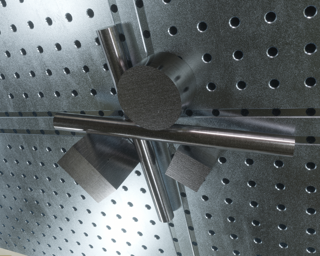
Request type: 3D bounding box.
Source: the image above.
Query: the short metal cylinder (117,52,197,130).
[{"bbox_3d":[-0.003,-0.044,0.368,0.080,0.050,0.079,13,124,20],"label":"short metal cylinder"}]

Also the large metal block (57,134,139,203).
[{"bbox_3d":[-0.082,0.045,0.443,0.080,0.080,0.050,46,129,-5],"label":"large metal block"}]

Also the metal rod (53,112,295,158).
[{"bbox_3d":[0.005,0.006,0.387,0.301,0.025,0.025,6,121,16],"label":"metal rod"}]

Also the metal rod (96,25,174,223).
[{"bbox_3d":[-0.027,0.011,0.431,0.025,0.025,0.298,-2,118,29],"label":"metal rod"}]

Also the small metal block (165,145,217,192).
[{"bbox_3d":[0.041,0.052,0.421,0.050,0.025,0.050,29,128,9],"label":"small metal block"}]
